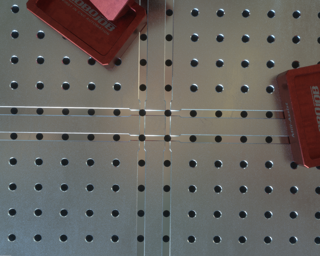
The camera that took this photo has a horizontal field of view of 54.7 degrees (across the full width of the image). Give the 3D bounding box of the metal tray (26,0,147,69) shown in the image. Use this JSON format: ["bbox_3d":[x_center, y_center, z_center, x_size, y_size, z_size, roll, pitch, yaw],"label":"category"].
[{"bbox_3d":[-0.094,-0.152,0.409,0.130,0.030,0.090,37,90,-1],"label":"metal tray"}]

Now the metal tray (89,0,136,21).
[{"bbox_3d":[-0.046,-0.198,0.345,0.090,0.030,0.129,46,132,-9],"label":"metal tray"}]

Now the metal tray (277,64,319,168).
[{"bbox_3d":[0.218,-0.019,0.413,0.091,0.030,0.129,-12,90,-1],"label":"metal tray"}]
